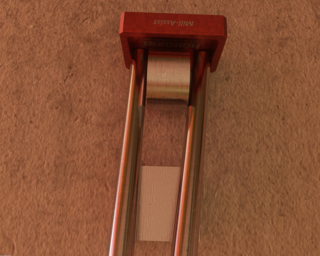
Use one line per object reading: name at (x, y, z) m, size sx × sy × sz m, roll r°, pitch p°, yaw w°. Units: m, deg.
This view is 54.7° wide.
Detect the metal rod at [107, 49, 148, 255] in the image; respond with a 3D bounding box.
metal rod at (-0.033, 0.019, 0.353) m, size 0.025 × 0.025 × 0.300 m, roll 2°, pitch 55°, yaw 0°

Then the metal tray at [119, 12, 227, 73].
metal tray at (0.016, -0.112, 0.416) m, size 0.131 × 0.090 × 0.030 m, roll 2°, pitch 70°, yaw 0°

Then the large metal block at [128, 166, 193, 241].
large metal block at (0.003, 0.089, 0.361) m, size 0.081 × 0.050 × 0.080 m, roll 2°, pitch 70°, yaw 0°

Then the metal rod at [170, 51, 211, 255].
metal rod at (0.039, 0.022, 0.352) m, size 0.025 × 0.025 × 0.300 m, roll 8°, pitch 55°, yaw 2°

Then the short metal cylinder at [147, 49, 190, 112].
short metal cylinder at (0.010, -0.062, 0.403) m, size 0.050 × 0.080 × 0.080 m, roll 2°, pitch 70°, yaw 0°
